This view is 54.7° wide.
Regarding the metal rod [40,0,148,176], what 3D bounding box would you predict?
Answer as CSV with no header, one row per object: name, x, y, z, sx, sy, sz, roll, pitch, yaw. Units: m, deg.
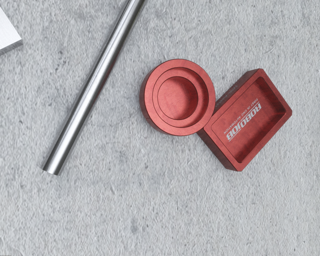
metal rod,-0.067,-0.083,0.384,0.025,0.025,0.299,28,81,-18

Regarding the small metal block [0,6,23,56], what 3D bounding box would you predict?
small metal block,-0.189,-0.105,0.339,0.050,0.025,0.050,-34,101,-17

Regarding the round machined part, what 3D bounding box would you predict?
round machined part,0.020,-0.038,0.407,0.099,0.042,0.097,0,90,-20

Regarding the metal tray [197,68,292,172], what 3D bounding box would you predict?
metal tray,0.123,-0.012,0.451,0.130,0.030,0.090,-44,105,-15
